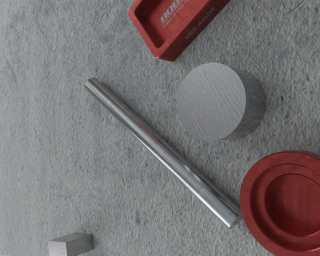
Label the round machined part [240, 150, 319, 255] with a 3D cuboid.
[{"bbox_3d":[0.129,0.069,0.287,0.098,0.042,0.097,0,90,39],"label":"round machined part"}]

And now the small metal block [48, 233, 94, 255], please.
[{"bbox_3d":[-0.145,0.191,0.505,0.050,0.050,0.025,-13,82,39],"label":"small metal block"}]

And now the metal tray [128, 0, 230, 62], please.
[{"bbox_3d":[0.025,-0.158,0.379,0.129,0.030,0.090,-43,64,31],"label":"metal tray"}]

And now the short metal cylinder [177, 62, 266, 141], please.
[{"bbox_3d":[0.065,-0.027,0.333,0.080,0.050,0.079,0,90,39],"label":"short metal cylinder"}]

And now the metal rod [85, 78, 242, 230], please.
[{"bbox_3d":[-0.012,0.016,0.413,0.300,0.025,0.025,41,115,31],"label":"metal rod"}]
